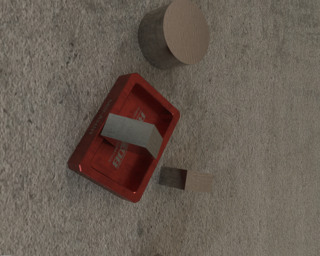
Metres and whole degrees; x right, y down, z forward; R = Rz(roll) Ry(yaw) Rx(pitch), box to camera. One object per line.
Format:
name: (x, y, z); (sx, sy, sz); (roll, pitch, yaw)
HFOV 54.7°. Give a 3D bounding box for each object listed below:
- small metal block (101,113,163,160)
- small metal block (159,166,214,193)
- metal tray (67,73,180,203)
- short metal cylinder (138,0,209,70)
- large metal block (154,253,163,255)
small metal block: (-0.028, 0.010, 0.335); (0.050, 0.050, 0.025); (61, 46, -68)
small metal block: (0.035, 0.069, 0.418); (0.050, 0.050, 0.025); (15, 81, -39)
metal tray: (-0.037, 0.011, 0.370); (0.090, 0.030, 0.130); (40, 66, -33)
short metal cylinder: (0.019, -0.119, 0.404); (0.081, 0.050, 0.079); (0, 90, -40)
large metal block: (0.008, 0.213, 0.376); (0.050, 0.080, 0.079); (-8, 95, -40)
